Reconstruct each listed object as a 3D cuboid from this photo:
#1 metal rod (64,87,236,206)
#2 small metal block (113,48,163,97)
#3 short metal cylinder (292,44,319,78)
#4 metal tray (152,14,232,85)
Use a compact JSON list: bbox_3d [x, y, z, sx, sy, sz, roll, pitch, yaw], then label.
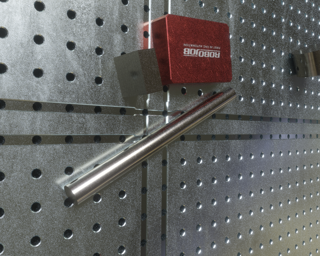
[{"bbox_3d":[0.009,0.008,0.419,0.302,0.025,0.025,-32,110,-36],"label":"metal rod"},{"bbox_3d":[-0.027,-0.065,0.372,0.025,0.050,0.050,-20,103,-39],"label":"small metal block"},{"bbox_3d":[0.324,-0.143,0.649,0.081,0.080,0.050,-32,110,-36],"label":"short metal cylinder"},{"bbox_3d":[0.051,-0.110,0.451,0.131,0.030,0.089,-8,95,-40],"label":"metal tray"}]
